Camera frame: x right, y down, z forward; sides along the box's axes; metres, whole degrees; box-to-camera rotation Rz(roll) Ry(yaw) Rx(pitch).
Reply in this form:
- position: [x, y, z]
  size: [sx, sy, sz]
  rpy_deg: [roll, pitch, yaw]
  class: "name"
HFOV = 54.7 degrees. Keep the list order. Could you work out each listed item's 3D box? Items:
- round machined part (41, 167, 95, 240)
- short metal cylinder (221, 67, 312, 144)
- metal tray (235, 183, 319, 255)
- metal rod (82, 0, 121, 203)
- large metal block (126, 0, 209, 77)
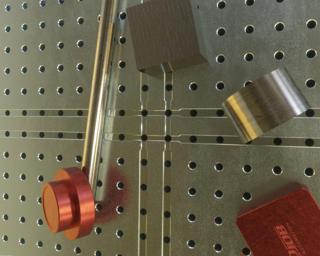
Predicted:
- position: [-0.130, 0.105, 0.424]
  size: [0.098, 0.042, 0.097]
  rpy_deg: [9, 102, 51]
  class: "round machined part"
- position: [0.115, -0.023, 0.343]
  size: [0.080, 0.080, 0.050]
  rpy_deg: [-31, 80, 17]
  class: "short metal cylinder"
- position: [0.158, 0.141, 0.354]
  size: [0.090, 0.030, 0.130]
  rpy_deg: [-31, 80, 17]
  class: "metal tray"
- position: [-0.087, -0.040, 0.441]
  size: [0.025, 0.025, 0.298]
  rpy_deg: [9, 93, 19]
  class: "metal rod"
- position: [0.011, -0.118, 0.395]
  size: [0.080, 0.050, 0.080]
  rpy_deg: [-11, 86, 19]
  class: "large metal block"
